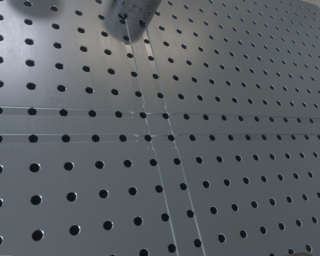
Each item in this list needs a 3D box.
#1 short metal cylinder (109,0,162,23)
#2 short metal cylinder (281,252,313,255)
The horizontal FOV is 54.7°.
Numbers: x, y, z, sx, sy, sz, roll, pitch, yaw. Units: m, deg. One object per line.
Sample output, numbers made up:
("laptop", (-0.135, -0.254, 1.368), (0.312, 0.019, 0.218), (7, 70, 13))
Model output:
("short metal cylinder", (-0.037, -0.221, 0.507), (0.081, 0.050, 0.080), (14, 56, -21))
("short metal cylinder", (0.156, 0.191, 0.360), (0.081, 0.050, 0.080), (14, 56, -21))
